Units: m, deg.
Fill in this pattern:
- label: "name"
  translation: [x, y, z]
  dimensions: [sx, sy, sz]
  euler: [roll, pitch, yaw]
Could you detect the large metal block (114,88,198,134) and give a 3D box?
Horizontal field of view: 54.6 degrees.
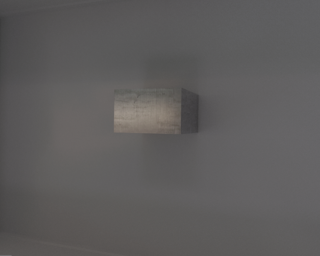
- label: "large metal block"
  translation: [-0.001, -0.019, 0.382]
  dimensions: [0.080, 0.080, 0.050]
  euler: [1, 91, 20]
